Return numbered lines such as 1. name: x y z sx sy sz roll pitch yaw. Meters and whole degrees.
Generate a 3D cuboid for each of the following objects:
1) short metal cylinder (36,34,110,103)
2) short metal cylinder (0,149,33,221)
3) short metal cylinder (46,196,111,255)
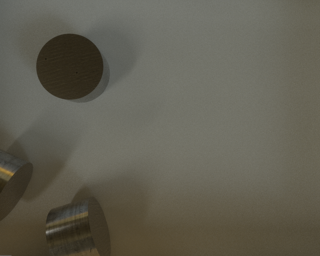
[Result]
1. short metal cylinder: -0.109 -0.074 0.397 0.081 0.050 0.079 0 90 -1
2. short metal cylinder: -0.203 0.068 0.381 0.050 0.080 0.080 25 90 -1
3. short metal cylinder: -0.098 0.131 0.383 0.050 0.080 0.080 -17 90 0
